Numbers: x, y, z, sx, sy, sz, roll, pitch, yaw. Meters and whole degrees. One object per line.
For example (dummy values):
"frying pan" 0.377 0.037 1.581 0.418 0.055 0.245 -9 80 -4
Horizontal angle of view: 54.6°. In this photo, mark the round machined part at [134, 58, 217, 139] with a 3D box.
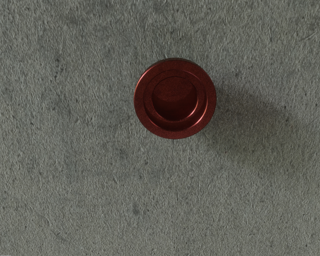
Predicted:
"round machined part" 0.018 -0.039 0.386 0.099 0.042 0.097 0 110 0
